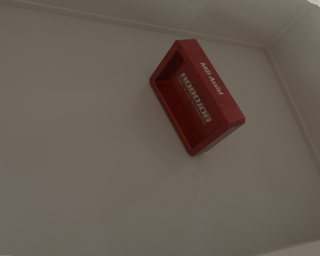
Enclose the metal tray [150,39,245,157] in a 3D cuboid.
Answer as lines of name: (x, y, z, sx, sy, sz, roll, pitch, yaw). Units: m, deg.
metal tray: (0.043, -0.039, 0.406, 0.030, 0.090, 0.130, -17, 71, -36)
